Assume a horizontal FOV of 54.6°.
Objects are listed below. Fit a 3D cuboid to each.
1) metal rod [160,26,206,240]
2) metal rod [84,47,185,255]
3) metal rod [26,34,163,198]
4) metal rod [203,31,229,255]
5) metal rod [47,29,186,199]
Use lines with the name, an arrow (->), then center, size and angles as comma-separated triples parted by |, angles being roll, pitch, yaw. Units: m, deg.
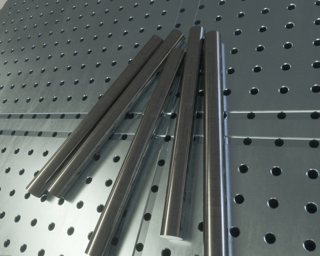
metal rod -> 0.034, -0.014, 0.400 | 0.025, 0.025, 0.300 | -5, 59, 26
metal rod -> -0.023, 0.018, 0.411 | 0.025, 0.025, 0.300 | 8, 66, 32
metal rod -> -0.092, -0.023, 0.471 | 0.025, 0.025, 0.300 | 31, 79, 38
metal rod -> 0.065, -0.002, 0.376 | 0.025, 0.025, 0.300 | -9, 57, 23
metal rod -> -0.059, -0.027, 0.457 | 0.025, 0.025, 0.300 | 29, 77, 37
